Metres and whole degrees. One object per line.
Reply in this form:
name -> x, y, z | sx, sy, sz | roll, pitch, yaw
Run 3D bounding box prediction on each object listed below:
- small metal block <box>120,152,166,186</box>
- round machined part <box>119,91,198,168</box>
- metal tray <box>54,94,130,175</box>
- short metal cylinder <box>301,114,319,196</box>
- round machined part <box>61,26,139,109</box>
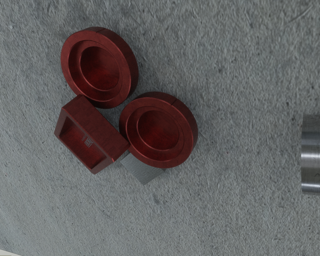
small metal block -> -0.021, 0.049, 0.447 | 0.050, 0.025, 0.050 | 46, 129, -5
round machined part -> 0.001, -0.001, 0.391 | 0.098, 0.042, 0.097 | 11, 121, 20
metal tray -> -0.100, 0.015, 0.430 | 0.090, 0.030, 0.129 | 47, 153, -4
short metal cylinder -> 0.167, 0.026, 0.300 | 0.050, 0.080, 0.080 | 1, 119, 27
round machined part -> -0.069, -0.076, 0.384 | 0.098, 0.042, 0.097 | 13, 124, 20
